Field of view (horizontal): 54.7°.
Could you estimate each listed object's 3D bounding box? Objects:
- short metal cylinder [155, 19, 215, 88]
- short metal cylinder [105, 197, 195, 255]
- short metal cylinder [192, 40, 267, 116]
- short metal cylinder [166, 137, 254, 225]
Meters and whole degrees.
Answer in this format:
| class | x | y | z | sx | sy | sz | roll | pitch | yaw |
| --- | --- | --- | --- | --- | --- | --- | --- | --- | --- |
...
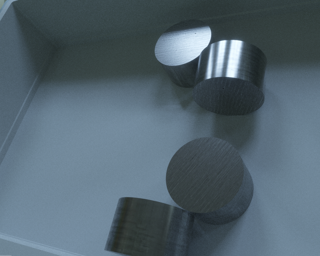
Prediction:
| class | x | y | z | sx | sy | sz | roll | pitch | yaw |
| --- | --- | --- | --- | --- | --- | --- | --- | --- | --- |
| short metal cylinder | 0.040 | -0.103 | 0.432 | 0.080 | 0.050 | 0.080 | -13 | 56 | 21 |
| short metal cylinder | -0.009 | 0.106 | 0.310 | 0.080 | 0.080 | 0.050 | 0 | 62 | 28 |
| short metal cylinder | 0.082 | -0.056 | 0.362 | 0.080 | 0.080 | 0.050 | -1 | 61 | 28 |
| short metal cylinder | 0.053 | 0.056 | 0.327 | 0.080 | 0.050 | 0.080 | -13 | 56 | 21 |
